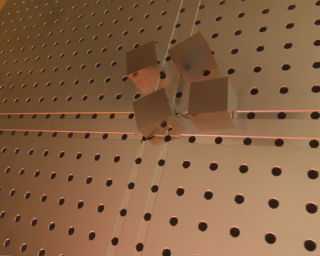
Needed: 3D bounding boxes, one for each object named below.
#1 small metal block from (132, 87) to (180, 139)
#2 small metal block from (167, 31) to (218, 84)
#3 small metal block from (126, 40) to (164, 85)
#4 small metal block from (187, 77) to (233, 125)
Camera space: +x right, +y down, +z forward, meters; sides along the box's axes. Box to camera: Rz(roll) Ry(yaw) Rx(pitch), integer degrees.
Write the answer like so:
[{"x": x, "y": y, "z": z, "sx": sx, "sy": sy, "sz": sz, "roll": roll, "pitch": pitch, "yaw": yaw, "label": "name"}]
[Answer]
[{"x": -0.006, "y": -0.020, "z": 0.425, "sx": 0.050, "sy": 0.025, "sz": 0.050, "roll": -24, "pitch": 53, "yaw": 13, "label": "small metal block"}, {"x": 0.046, "y": -0.096, "z": 0.428, "sx": 0.050, "sy": 0.050, "sz": 0.025, "roll": -29, "pitch": 52, "yaw": 10, "label": "small metal block"}, {"x": -0.024, "y": -0.102, "z": 0.485, "sx": 0.050, "sy": 0.025, "sz": 0.050, "roll": -19, "pitch": 54, "yaw": 17, "label": "small metal block"}, {"x": 0.065, "y": -0.034, "z": 0.396, "sx": 0.050, "sy": 0.025, "sz": 0.050, "roll": -6, "pitch": 59, "yaw": 25, "label": "small metal block"}]
